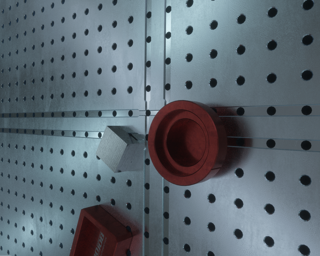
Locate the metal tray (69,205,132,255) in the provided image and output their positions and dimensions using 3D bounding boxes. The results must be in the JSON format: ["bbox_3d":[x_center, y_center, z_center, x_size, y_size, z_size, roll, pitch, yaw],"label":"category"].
[{"bbox_3d":[-0.099,0.200,0.484,0.090,0.030,0.129,27,106,36],"label":"metal tray"}]

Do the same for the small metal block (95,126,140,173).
[{"bbox_3d":[-0.064,0.031,0.460,0.050,0.025,0.050,38,113,33],"label":"small metal block"}]

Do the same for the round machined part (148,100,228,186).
[{"bbox_3d":[0.036,0.017,0.367,0.098,0.042,0.097,0,90,39],"label":"round machined part"}]
